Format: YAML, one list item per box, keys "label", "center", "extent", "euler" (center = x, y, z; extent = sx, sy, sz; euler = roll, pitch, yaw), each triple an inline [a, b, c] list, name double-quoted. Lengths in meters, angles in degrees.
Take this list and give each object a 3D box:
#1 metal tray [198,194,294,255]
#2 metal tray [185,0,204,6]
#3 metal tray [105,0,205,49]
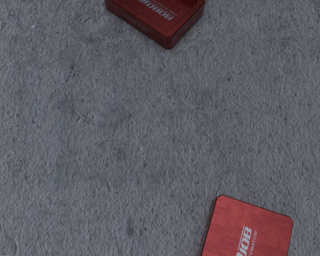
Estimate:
- label: "metal tray"
  center: [0.090, 0.152, 0.350]
  extent: [0.090, 0.030, 0.130]
  euler: [18, 71, 6]
- label: "metal tray"
  center: [0.066, -0.269, 0.503]
  extent: [0.090, 0.030, 0.130]
  euler: [39, 74, 13]
- label: "metal tray"
  center: [-0.009, -0.190, 0.474]
  extent: [0.130, 0.030, 0.090]
  euler: [37, 74, 12]
